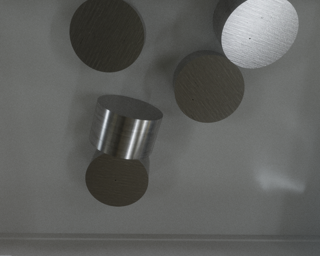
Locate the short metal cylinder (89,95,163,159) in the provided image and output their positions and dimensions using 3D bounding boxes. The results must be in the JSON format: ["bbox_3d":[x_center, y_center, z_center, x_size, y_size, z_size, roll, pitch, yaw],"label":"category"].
[{"bbox_3d":[-0.042,-0.003,0.380,0.080,0.080,0.050,15,110,-6],"label":"short metal cylinder"}]

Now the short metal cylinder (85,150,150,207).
[{"bbox_3d":[-0.055,0.058,0.419,0.081,0.050,0.079,0,110,0],"label":"short metal cylinder"}]

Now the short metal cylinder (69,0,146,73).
[{"bbox_3d":[-0.057,-0.108,0.357,0.081,0.050,0.079,0,110,0],"label":"short metal cylinder"}]

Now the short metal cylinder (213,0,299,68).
[{"bbox_3d":[0.103,-0.114,0.344,0.081,0.050,0.079,-2,129,-2],"label":"short metal cylinder"}]

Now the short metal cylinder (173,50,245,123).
[{"bbox_3d":[0.057,-0.052,0.379,0.081,0.050,0.079,0,110,0],"label":"short metal cylinder"}]
